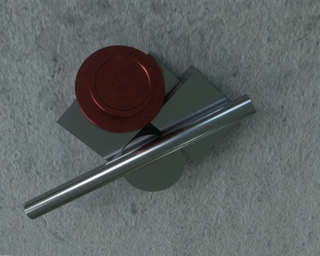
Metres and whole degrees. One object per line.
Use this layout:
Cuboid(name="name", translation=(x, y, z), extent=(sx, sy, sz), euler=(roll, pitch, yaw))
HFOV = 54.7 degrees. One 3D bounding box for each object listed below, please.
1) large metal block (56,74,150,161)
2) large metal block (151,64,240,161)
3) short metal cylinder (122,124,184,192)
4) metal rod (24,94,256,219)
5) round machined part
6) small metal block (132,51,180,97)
Cuboid(name="large metal block", translation=(-0.066, -0.018, 0.389), extent=(0.080, 0.050, 0.080), euler=(40, 105, -14))
Cuboid(name="large metal block", translation=(0.043, -0.020, 0.391), extent=(0.080, 0.050, 0.080), euler=(40, 105, -14))
Cuboid(name="short metal cylinder", translation=(-0.010, 0.037, 0.410), extent=(0.081, 0.050, 0.079), euler=(0, 110, -1))
Cuboid(name="metal rod", translation=(-0.031, 0.039, 0.371), extent=(0.301, 0.025, 0.025), euler=(-26, 108, 9))
Cuboid(name="round machined part", translation=(-0.042, -0.043, 0.338), extent=(0.099, 0.042, 0.097), euler=(1, 84, -12))
Cuboid(name="small metal block", translation=(-0.011, -0.060, 0.388), extent=(0.050, 0.025, 0.050), euler=(41, 105, -14))
